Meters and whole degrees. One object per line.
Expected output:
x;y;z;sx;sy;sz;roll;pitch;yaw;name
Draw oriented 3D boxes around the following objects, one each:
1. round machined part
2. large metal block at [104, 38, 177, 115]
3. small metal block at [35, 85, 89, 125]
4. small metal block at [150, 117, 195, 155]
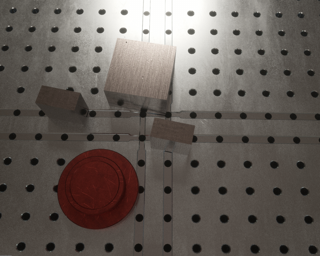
-0.075;0.072;0.376;0.099;0.042;0.098;0;70;-1;round machined part
-0.024;-0.070;0.424;0.080;0.050;0.080;9;70;3;large metal block
-0.127;-0.029;0.408;0.050;0.050;0.025;12;71;4;small metal block
0.015;0.012;0.394;0.050;0.050;0.025;11;71;4;small metal block
